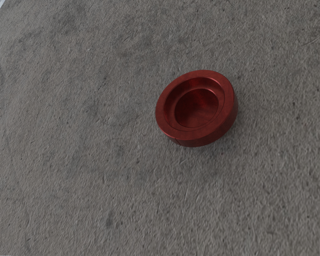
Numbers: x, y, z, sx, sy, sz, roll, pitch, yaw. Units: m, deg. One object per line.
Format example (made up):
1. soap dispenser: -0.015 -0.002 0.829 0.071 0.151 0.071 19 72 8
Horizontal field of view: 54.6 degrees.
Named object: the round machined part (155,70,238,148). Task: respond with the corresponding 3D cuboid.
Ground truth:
1. round machined part: 0.047 -0.020 0.381 0.098 0.042 0.098 -13 56 21
